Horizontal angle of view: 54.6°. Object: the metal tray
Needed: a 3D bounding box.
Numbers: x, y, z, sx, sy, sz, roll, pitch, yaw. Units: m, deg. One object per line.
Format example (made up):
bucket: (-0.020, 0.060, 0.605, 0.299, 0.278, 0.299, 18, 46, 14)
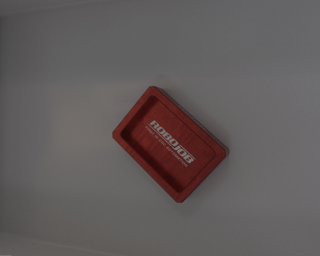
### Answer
metal tray: (0.012, 0.020, 0.403, 0.130, 0.030, 0.090, 44, 103, 14)
